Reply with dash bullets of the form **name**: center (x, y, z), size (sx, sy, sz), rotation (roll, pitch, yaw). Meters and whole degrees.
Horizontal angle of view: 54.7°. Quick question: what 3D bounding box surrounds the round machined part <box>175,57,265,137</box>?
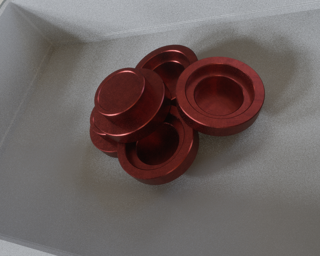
- **round machined part**: center (0.068, -0.033, 0.363), size (0.099, 0.042, 0.098), rotation (-2, 61, 3)

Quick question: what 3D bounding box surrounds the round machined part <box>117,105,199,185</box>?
- **round machined part**: center (0.001, 0.023, 0.376), size (0.098, 0.042, 0.098), rotation (-13, 56, 20)

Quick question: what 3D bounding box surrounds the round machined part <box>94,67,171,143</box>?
- **round machined part**: center (-0.040, -0.034, 0.377), size (0.098, 0.042, 0.098), rotation (-13, 56, 20)

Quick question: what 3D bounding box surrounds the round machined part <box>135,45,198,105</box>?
- **round machined part**: center (0.012, -0.063, 0.424), size (0.098, 0.042, 0.098), rotation (-13, 56, 20)

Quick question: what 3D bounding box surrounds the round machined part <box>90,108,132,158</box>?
- **round machined part**: center (-0.056, -0.012, 0.426), size (0.098, 0.042, 0.098), rotation (-13, 56, 20)
